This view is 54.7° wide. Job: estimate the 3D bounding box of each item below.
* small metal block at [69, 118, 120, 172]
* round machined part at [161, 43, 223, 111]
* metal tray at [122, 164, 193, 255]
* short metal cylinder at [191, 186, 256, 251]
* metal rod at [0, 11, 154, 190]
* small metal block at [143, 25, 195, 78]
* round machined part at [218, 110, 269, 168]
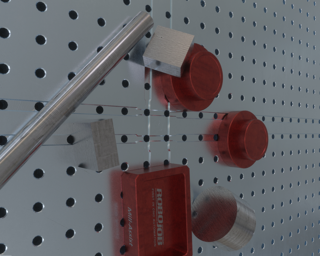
[{"bbox_3d":[-0.071,0.017,0.333,0.025,0.050,0.050,-14,99,-39],"label":"small metal block"},{"bbox_3d":[0.052,-0.072,0.441,0.099,0.042,0.097,0,90,-40],"label":"round machined part"},{"bbox_3d":[-0.001,0.117,0.404,0.091,0.030,0.129,-4,93,-40],"label":"metal tray"},{"bbox_3d":[0.090,0.131,0.449,0.050,0.080,0.080,36,68,-34],"label":"short metal cylinder"},{"bbox_3d":[-0.098,-0.028,0.326,0.025,0.025,0.301,51,60,-28],"label":"metal rod"},{"bbox_3d":[0.012,-0.099,0.400,0.025,0.050,0.050,81,30,-69],"label":"small metal block"},{"bbox_3d":[0.145,0.019,0.520,0.099,0.042,0.097,0,90,-40],"label":"round machined part"}]
